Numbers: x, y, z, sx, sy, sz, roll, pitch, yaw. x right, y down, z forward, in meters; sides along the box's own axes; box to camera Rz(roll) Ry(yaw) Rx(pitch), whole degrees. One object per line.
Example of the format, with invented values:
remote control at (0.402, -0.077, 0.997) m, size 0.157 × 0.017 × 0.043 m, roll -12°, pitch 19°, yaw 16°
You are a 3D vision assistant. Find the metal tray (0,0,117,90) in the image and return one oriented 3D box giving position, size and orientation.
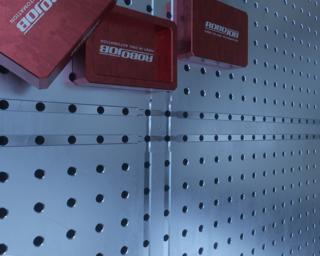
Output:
metal tray at (-0.108, -0.112, 0.291) m, size 0.090 × 0.030 × 0.130 m, roll 35°, pitch 68°, yaw -10°

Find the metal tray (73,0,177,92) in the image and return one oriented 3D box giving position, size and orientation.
metal tray at (-0.037, -0.093, 0.373) m, size 0.131 × 0.030 × 0.090 m, roll -1°, pitch 91°, yaw -40°

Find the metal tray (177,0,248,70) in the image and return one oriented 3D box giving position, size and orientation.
metal tray at (0.084, -0.143, 0.475) m, size 0.131 × 0.030 × 0.090 m, roll 0°, pitch 90°, yaw -40°
